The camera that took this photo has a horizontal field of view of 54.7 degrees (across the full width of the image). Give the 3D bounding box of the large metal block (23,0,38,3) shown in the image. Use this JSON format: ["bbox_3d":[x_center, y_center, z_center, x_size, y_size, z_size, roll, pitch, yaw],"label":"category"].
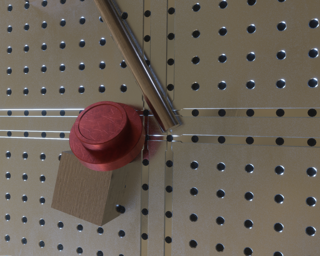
[{"bbox_3d":[-0.189,-0.247,0.466,0.080,0.050,0.080,-10,87,19],"label":"large metal block"}]

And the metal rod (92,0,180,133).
[{"bbox_3d":[-0.055,-0.129,0.431,0.025,0.025,0.299,-31,80,17],"label":"metal rod"}]

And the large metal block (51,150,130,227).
[{"bbox_3d":[-0.096,0.079,0.433,0.080,0.050,0.079,14,95,19],"label":"large metal block"}]

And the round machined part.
[{"bbox_3d":[-0.071,0.003,0.403,0.098,0.042,0.098,-5,54,7],"label":"round machined part"}]
